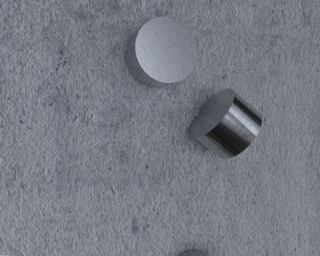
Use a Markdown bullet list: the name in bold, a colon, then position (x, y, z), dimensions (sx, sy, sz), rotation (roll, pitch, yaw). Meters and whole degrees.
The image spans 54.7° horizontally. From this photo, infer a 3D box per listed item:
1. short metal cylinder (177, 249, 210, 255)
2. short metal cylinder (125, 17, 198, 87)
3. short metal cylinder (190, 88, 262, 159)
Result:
- **short metal cylinder**: position (0.052, 0.212, 0.415), dimensions (0.081, 0.050, 0.080), rotation (0, 90, -20)
- **short metal cylinder**: position (0.001, -0.094, 0.396), dimensions (0.081, 0.050, 0.080), rotation (0, 90, -20)
- **short metal cylinder**: position (0.086, -0.006, 0.411), dimensions (0.050, 0.080, 0.080), rotation (37, 78, -16)
